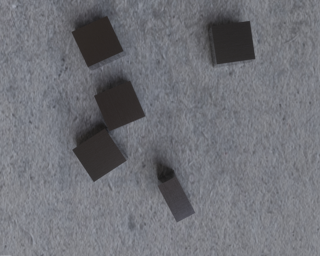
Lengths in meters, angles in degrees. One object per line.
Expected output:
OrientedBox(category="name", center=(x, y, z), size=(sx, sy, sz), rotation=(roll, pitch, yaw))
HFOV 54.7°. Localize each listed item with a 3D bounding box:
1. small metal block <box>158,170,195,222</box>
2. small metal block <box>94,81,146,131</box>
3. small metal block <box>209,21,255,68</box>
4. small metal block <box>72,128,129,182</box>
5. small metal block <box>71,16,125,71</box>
OrientedBox(category="small metal block", center=(0.020, 0.086, 0.398), size=(0.025, 0.050, 0.050), rotation=(-28, 90, 0))
OrientedBox(category="small metal block", center=(-0.052, -0.028, 0.409), size=(0.050, 0.025, 0.050), rotation=(-23, 90, -1))
OrientedBox(category="small metal block", center=(0.095, -0.110, 0.411), size=(0.050, 0.025, 0.050), rotation=(-8, 90, -1))
OrientedBox(category="small metal block", center=(-0.078, 0.035, 0.409), size=(0.050, 0.025, 0.050), rotation=(-33, 90, 0))
OrientedBox(category="small metal block", center=(-0.080, -0.111, 0.409), size=(0.050, 0.025, 0.050), rotation=(-25, 90, -1))
